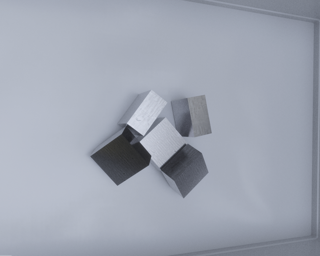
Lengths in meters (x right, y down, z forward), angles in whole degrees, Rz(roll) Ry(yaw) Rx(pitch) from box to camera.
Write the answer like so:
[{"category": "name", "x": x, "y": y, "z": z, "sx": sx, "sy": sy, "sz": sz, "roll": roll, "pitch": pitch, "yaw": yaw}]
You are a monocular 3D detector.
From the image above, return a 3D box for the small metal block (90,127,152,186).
[{"category": "small metal block", "x": -0.047, "y": 0.035, "z": 0.380, "sx": 0.050, "sy": 0.025, "sz": 0.050, "roll": -35, "pitch": 104, "yaw": 17}]

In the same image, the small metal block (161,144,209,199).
[{"category": "small metal block", "x": 0.034, "y": 0.057, "z": 0.409, "sx": 0.050, "sy": 0.025, "sz": 0.050, "roll": -43, "pitch": 141, "yaw": -15}]

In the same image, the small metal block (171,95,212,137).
[{"category": "small metal block", "x": 0.041, "y": -0.015, "z": 0.411, "sx": 0.025, "sy": 0.050, "sz": 0.050, "roll": -12, "pitch": 94, "yaw": -21}]

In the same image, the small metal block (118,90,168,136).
[{"category": "small metal block", "x": -0.023, "y": -0.018, "z": 0.387, "sx": 0.025, "sy": 0.050, "sz": 0.050, "roll": 38, "pitch": 78, "yaw": -16}]

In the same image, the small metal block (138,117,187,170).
[{"category": "small metal block", "x": 0.001, "y": 0.021, "z": 0.410, "sx": 0.050, "sy": 0.025, "sz": 0.050, "roll": -44, "pitch": 104, "yaw": -15}]
